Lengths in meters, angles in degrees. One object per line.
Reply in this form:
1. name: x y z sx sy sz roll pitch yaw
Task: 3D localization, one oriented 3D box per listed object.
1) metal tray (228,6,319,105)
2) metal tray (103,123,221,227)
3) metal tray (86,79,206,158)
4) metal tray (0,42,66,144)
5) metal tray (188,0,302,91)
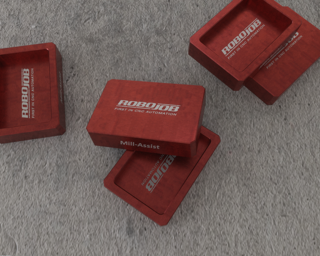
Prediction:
1. metal tray: 0.169 -0.106 0.445 0.130 0.030 0.090 -42 75 -14
2. metal tray: 0.004 0.044 0.389 0.090 0.030 0.130 33 73 11
3. metal tray: -0.014 -0.016 0.386 0.131 0.030 0.090 6 53 13
4. metal tray: -0.181 -0.049 0.421 0.091 0.030 0.130 -8 70 -3
5. metal tray: 0.113 -0.123 0.418 0.090 0.030 0.130 43 75 14
